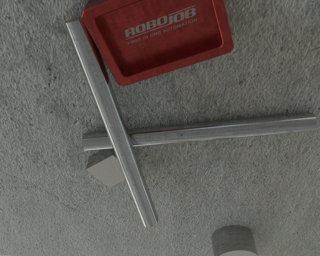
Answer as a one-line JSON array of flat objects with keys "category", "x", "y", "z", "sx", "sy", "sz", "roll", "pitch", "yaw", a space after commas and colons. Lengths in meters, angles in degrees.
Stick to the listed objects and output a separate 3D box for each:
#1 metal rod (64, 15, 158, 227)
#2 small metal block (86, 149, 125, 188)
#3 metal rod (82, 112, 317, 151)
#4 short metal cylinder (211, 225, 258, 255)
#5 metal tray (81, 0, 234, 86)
[{"category": "metal rod", "x": -0.050, "y": 0.014, "z": 0.388, "sx": 0.025, "sy": 0.025, "sz": 0.298, "roll": -11, "pitch": 120, "yaw": 9}, {"category": "small metal block", "x": -0.070, "y": 0.055, "z": 0.453, "sx": 0.050, "sy": 0.025, "sz": 0.050, "roll": -28, "pitch": 125, "yaw": 22}, {"category": "metal rod", "x": 0.048, "y": 0.005, "z": 0.412, "sx": 0.302, "sy": 0.025, "sz": 0.025, "roll": -5, "pitch": 130, "yaw": 4}, {"category": "short metal cylinder", "x": 0.141, "y": 0.228, "z": 0.587, "sx": 0.081, "sy": 0.050, "sz": 0.079, "roll": 0, "pitch": 130, "yaw": 0}, {"category": "metal tray", "x": 0.000, "y": -0.103, "z": 0.315, "sx": 0.130, "sy": 0.030, "sz": 0.090, "roll": -16, "pitch": 129, "yaw": 13}]
